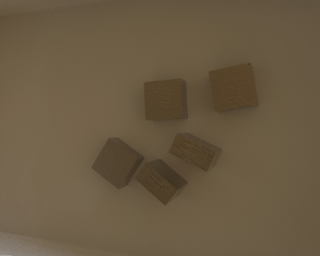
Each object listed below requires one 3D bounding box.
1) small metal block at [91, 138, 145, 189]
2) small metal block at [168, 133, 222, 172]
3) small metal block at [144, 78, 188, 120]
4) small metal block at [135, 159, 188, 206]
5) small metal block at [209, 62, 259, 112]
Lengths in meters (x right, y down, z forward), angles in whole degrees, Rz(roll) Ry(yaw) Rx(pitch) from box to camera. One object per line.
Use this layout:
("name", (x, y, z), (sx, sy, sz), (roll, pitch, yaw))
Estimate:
("small metal block", (-0.058, 0.048, 0.430), (0.050, 0.025, 0.050), (35, 101, 16))
("small metal block", (0.045, 0.028, 0.381), (0.050, 0.050, 0.025), (26, 99, 17))
("small metal block", (0.008, -0.036, 0.407), (0.050, 0.025, 0.050), (-3, 89, 19))
("small metal block", (0.003, 0.067, 0.395), (0.050, 0.050, 0.025), (39, 102, 15))
("small metal block", (0.090, -0.048, 0.378), (0.050, 0.025, 0.050), (-9, 87, 19))
